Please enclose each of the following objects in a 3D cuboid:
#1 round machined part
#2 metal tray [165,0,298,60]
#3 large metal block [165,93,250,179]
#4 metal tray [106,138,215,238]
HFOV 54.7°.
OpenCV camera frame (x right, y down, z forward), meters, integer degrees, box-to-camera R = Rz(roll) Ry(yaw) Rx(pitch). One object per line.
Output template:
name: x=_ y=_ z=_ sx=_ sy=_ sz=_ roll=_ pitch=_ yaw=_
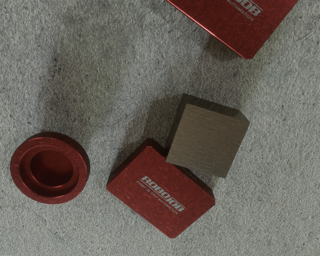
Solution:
round machined part: x=-0.143 y=0.050 z=0.417 sx=0.099 sy=0.042 sz=0.097 roll=0 pitch=110 yaw=-1
metal tray: x=0.078 y=-0.151 z=0.352 sx=0.130 sy=0.030 sz=0.090 roll=33 pitch=106 yaw=-12
large metal block: x=0.057 y=0.009 z=0.401 sx=0.080 sy=0.050 sz=0.079 roll=17 pitch=109 yaw=-7
metal tray: x=0.002 y=0.088 z=0.440 sx=0.130 sy=0.030 sz=0.090 roll=42 pitch=104 yaw=-14
